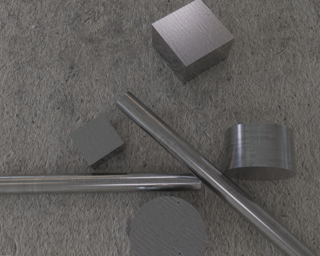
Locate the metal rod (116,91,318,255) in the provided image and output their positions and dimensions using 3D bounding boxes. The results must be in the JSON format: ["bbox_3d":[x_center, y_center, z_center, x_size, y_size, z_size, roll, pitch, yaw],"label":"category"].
[{"bbox_3d":[0.067,0.063,0.364,0.300,0.025,0.025,41,75,5],"label":"metal rod"}]

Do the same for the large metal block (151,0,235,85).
[{"bbox_3d":[0.044,-0.122,0.440,0.080,0.050,0.080,-32,73,-11],"label":"large metal block"}]

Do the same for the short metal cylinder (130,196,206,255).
[{"bbox_3d":[0.008,0.121,0.351,0.081,0.050,0.080,0,70,0],"label":"short metal cylinder"}]

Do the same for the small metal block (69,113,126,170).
[{"bbox_3d":[-0.080,0.018,0.401,0.050,0.025,0.050,-34,74,-12],"label":"small metal block"}]

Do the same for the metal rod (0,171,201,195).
[{"bbox_3d":[-0.102,0.068,0.382,0.302,0.025,0.025,-1,70,-1],"label":"metal rod"}]

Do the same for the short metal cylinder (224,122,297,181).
[{"bbox_3d":[0.117,0.031,0.369,0.080,0.080,0.050,4,70,1],"label":"short metal cylinder"}]
